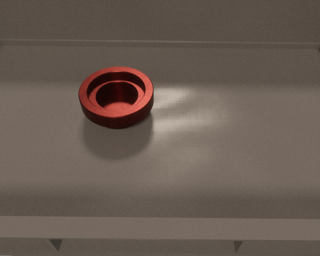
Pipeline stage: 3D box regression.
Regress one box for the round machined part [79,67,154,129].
[{"bbox_3d":[-0.058,-0.037,0.424,0.099,0.042,0.098,0,50,0],"label":"round machined part"}]
